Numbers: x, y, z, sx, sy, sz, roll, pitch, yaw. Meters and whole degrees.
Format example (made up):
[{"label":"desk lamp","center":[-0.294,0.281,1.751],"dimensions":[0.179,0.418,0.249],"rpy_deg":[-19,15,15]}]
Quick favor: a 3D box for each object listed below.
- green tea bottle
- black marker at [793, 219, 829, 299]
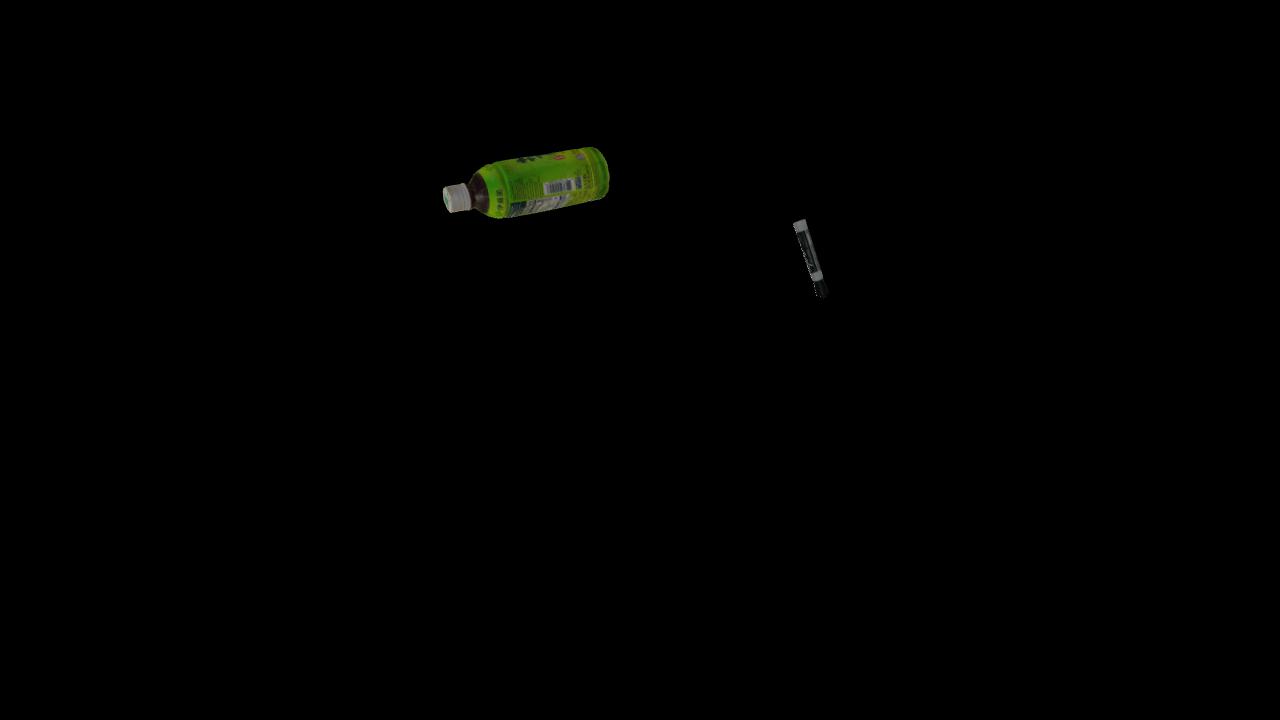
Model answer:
[{"label":"green tea bottle","center":[-0.142,-0.222,0.781],"dimensions":[0.212,0.073,0.073],"rpy_deg":[-20,10,-30]},{"label":"black marker","center":[0.255,-0.149,0.916],"dimensions":[0.020,0.121,0.020],"rpy_deg":[-21,9,3]}]
